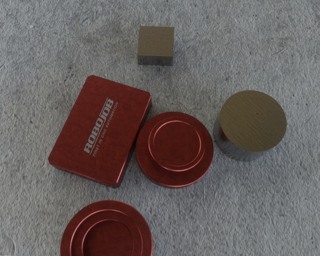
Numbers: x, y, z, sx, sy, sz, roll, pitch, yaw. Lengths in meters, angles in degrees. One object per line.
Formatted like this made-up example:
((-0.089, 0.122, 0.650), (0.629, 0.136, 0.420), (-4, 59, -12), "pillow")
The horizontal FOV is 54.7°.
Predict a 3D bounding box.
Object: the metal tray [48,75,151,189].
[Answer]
((-0.074, 0.003, 0.404), (0.090, 0.030, 0.130), (18, 71, 6), "metal tray")

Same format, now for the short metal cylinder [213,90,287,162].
((0.112, -0.002, 0.397), (0.081, 0.050, 0.080), (0, 70, 0), "short metal cylinder")

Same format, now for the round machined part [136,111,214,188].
((0.019, 0.024, 0.387), (0.099, 0.042, 0.098), (2, 71, -4), "round machined part")

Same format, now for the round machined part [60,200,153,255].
((-0.057, 0.133, 0.350), (0.099, 0.042, 0.098), (0, 70, -1), "round machined part")

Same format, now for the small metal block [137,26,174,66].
((-0.006, -0.120, 0.452), (0.050, 0.025, 0.050), (2, 70, 0), "small metal block")
